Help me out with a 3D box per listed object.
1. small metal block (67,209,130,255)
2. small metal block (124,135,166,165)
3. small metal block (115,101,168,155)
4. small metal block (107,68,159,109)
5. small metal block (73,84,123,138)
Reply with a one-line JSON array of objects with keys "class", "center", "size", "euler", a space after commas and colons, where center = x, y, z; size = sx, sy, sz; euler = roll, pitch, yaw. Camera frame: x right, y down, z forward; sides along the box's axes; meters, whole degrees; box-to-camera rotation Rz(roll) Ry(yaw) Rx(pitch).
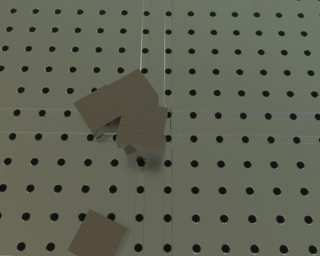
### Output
[{"class": "small metal block", "center": [-0.071, 0.130, 0.363], "size": [0.050, 0.025, 0.050], "euler": [24, 72, 8]}, {"class": "small metal block", "center": [-0.021, 0.020, 0.391], "size": [0.050, 0.050, 0.025], "euler": [-23, 72, -8]}, {"class": "small metal block", "center": [-0.020, 0.000, 0.359], "size": [0.050, 0.025, 0.050], "euler": [10, 70, 3]}, {"class": "small metal block", "center": [-0.037, -0.046, 0.428], "size": [0.050, 0.025, 0.050], "euler": [-31, 73, -12]}, {"class": "small metal block", "center": [-0.080, -0.022, 0.419], "size": [0.050, 0.025, 0.050], "euler": [-32, 73, -11]}]
